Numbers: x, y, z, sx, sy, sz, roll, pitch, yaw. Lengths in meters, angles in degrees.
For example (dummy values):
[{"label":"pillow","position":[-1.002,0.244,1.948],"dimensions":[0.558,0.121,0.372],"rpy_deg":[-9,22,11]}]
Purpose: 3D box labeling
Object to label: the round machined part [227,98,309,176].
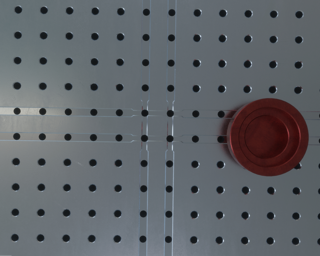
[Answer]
[{"label":"round machined part","position":[0.136,0.011,0.406],"dimensions":[0.099,0.042,0.097],"rpy_deg":[0,90,0]}]
